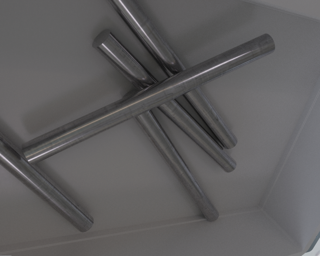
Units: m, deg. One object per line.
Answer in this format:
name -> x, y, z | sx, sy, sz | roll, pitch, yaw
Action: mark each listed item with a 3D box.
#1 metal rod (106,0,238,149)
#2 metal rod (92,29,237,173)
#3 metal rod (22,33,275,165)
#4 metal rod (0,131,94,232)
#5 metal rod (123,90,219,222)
metal rod -> 0.028, -0.061, 0.385 | 0.025, 0.025, 0.300 | -43, 130, 1
metal rod -> 0.027, -0.015, 0.413 | 0.025, 0.025, 0.300 | -46, 129, 4
metal rod -> -0.005, -0.037, 0.349 | 0.302, 0.025, 0.025 | -26, 128, -8
metal rod -> -0.162, 0.034, 0.340 | 0.025, 0.025, 0.299 | -35, 129, -6
metal rod -> 0.030, 0.060, 0.461 | 0.025, 0.025, 0.300 | -37, 129, -4
